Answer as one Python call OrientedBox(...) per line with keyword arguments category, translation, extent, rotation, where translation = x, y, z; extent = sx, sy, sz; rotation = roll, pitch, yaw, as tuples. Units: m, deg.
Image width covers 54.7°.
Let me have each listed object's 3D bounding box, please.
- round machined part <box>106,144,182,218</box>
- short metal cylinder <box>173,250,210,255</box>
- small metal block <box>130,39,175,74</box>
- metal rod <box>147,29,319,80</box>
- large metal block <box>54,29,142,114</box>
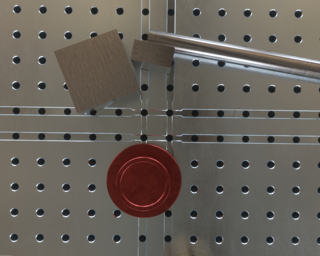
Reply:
OrientedBox(category="round machined part", translation=(-0.021, 0.070, 0.405), extent=(0.099, 0.042, 0.097), rotation=(0, 90, 0))
OrientedBox(category="short metal cylinder", translation=(0.043, 0.207, 0.401), extent=(0.081, 0.050, 0.079), rotation=(0, 90, 0))
OrientedBox(category="small metal block", translation=(-0.009, -0.091, 0.401), extent=(0.050, 0.050, 0.025), rotation=(12, 90, 0))
OrientedBox(category="metal rod", translation=(0.133, -0.092, 0.414), extent=(0.302, 0.025, 0.025), rotation=(10, 90, 0))
OrientedBox(category="large metal block", translation=(-0.077, -0.069, 0.400), extent=(0.080, 0.050, 0.080), rotation=(-20, 90, 0))
